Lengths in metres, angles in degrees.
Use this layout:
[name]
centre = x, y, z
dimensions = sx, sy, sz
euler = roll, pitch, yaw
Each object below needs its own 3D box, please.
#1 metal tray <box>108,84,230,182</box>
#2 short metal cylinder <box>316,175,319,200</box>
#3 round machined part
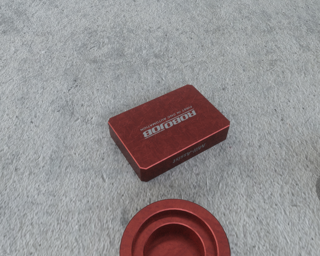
[metal tray]
centre = 0.012, 0.001, 0.399
dimensions = 0.131, 0.030, 0.090
euler = -26, 55, -21
[short metal cylinder]
centre = 0.222, 0.063, 0.337
dimensions = 0.081, 0.050, 0.080
euler = 0, 50, 0
[round machined part]
centre = 0.013, 0.121, 0.291
dimensions = 0.099, 0.042, 0.098
euler = 0, 50, 0
